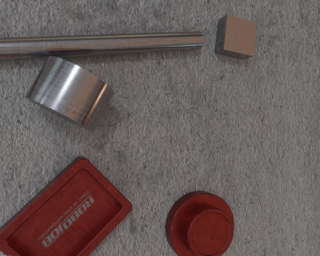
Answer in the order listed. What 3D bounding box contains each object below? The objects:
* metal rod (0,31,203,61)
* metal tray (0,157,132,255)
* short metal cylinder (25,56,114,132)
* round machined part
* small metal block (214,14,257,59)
[{"bbox_3d":[-0.087,-0.101,0.377,0.303,0.025,0.025,-8,93,-20],"label":"metal rod"},{"bbox_3d":[-0.110,0.109,0.366,0.130,0.030,0.090,-45,104,-15],"label":"metal tray"},{"bbox_3d":[-0.099,-0.036,0.344,0.080,0.080,0.050,29,80,-18],"label":"short metal cylinder"},{"bbox_3d":[0.061,0.139,0.424,0.099,0.042,0.097,0,90,-21],"label":"round machined part"},{"bbox_3d":[0.110,-0.131,0.451,0.050,0.025,0.050,7,88,-20],"label":"small metal block"}]
